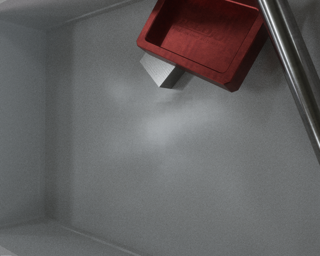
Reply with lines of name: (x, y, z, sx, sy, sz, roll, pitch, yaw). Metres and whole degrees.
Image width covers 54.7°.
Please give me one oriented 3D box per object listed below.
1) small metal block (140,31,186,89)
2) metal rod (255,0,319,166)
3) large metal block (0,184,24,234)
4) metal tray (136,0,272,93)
small metal block: (0.008, -0.087, 0.398, 0.050, 0.025, 0.050, -49, 61, 28)
metal rod: (0.146, 0.017, 0.265, 0.025, 0.025, 0.299, -24, 81, 37)
large metal block: (-0.349, 0.180, 0.677, 0.080, 0.050, 0.080, -41, 66, 32)
metal tray: (0.046, -0.106, 0.342, 0.130, 0.030, 0.090, 31, 95, 29)
